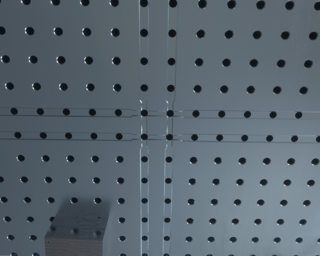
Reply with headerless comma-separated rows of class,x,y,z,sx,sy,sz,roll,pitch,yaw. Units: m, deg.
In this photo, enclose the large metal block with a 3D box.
large metal block,-0.122,0.182,0.466,0.080,0.050,0.079,4,110,-2
